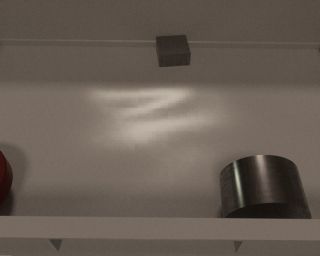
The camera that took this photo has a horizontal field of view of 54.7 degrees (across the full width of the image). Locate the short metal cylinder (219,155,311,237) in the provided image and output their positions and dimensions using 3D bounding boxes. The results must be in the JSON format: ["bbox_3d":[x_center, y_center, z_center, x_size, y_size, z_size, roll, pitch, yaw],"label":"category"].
[{"bbox_3d":[0.103,0.070,0.312,0.081,0.080,0.050,2,50,1],"label":"short metal cylinder"}]

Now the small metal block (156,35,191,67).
[{"bbox_3d":[0.021,-0.128,0.513,0.050,0.025,0.050,-5,50,-4],"label":"small metal block"}]

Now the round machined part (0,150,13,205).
[{"bbox_3d":[-0.211,0.065,0.336,0.099,0.042,0.098,0,50,0],"label":"round machined part"}]

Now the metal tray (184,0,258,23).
[{"bbox_3d":[0.126,-0.263,0.626,0.130,0.030,0.090,23,53,17],"label":"metal tray"}]
